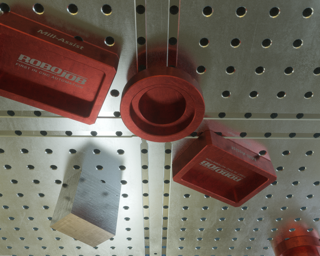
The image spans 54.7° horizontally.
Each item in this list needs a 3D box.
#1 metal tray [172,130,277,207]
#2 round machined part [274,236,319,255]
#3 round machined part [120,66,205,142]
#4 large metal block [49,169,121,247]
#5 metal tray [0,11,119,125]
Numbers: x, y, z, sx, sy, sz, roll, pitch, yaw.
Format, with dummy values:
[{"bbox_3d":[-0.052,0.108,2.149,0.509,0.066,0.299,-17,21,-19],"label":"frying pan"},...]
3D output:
[{"bbox_3d":[0.095,0.065,0.464,0.131,0.030,0.090,26,125,-21],"label":"metal tray"},{"bbox_3d":[0.288,0.264,0.628,0.099,0.042,0.097,0,130,0],"label":"round machined part"},{"bbox_3d":[0.003,-0.032,0.373,0.099,0.042,0.097,0,130,0],"label":"round machined part"},{"bbox_3d":[-0.112,0.124,0.480,0.050,0.080,0.080,-36,122,26],"label":"large metal block"},{"bbox_3d":[-0.123,-0.063,0.353,0.131,0.030,0.089,19,128,-16],"label":"metal tray"}]
